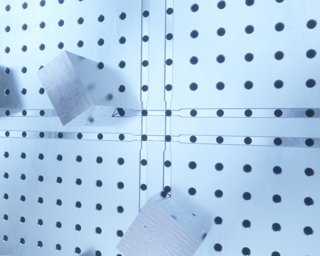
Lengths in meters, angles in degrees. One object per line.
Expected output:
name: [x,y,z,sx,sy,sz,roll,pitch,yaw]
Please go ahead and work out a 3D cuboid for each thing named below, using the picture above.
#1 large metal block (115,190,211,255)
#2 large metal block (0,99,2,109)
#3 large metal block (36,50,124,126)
large metal block: [0.005,0.141,0.397,0.080,0.050,0.080,36,101,16]
large metal block: [-0.318,-0.061,0.509,0.080,0.050,0.080,-16,85,19]
large metal block: [-0.105,-0.049,0.419,0.050,0.080,0.080,-33,80,17]
